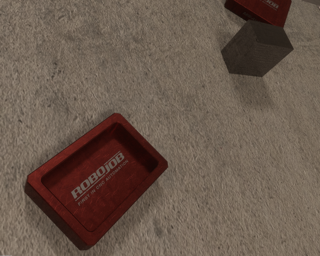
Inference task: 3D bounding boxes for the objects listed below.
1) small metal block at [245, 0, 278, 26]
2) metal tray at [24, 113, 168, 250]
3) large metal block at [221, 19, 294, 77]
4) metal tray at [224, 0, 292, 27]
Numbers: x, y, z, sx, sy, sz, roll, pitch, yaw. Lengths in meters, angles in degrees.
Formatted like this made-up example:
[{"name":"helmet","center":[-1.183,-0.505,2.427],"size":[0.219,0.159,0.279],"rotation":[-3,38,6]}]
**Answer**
[{"name":"small metal block","center":[0.225,-0.259,0.687],"size":[0.050,0.025,0.050],"rotation":[-33,80,-38]},{"name":"metal tray","center":[-0.063,0.051,0.336],"size":[0.090,0.030,0.131],"rotation":[46,51,3]},{"name":"large metal block","center":[0.169,-0.137,0.546],"size":[0.081,0.080,0.050],"rotation":[1,62,-28]},{"name":"metal tray","center":[0.212,-0.268,0.663],"size":[0.131,0.030,0.090],"rotation":[27,69,-11]}]
